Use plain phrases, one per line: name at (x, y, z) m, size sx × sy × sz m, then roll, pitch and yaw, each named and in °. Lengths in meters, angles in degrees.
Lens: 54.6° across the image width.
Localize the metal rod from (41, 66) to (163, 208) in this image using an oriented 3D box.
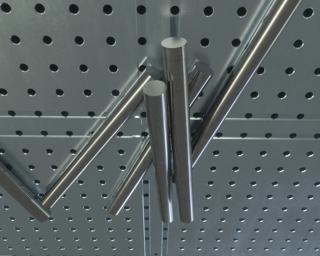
metal rod at (-0.095, 0.029, 0.435) m, size 0.025 × 0.025 × 0.299 m, roll 30°, pitch 124°, yaw -23°

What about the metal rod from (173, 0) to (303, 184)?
metal rod at (0.078, -0.029, 0.386) m, size 0.025 × 0.025 × 0.298 m, roll 16°, pitch 128°, yaw -13°

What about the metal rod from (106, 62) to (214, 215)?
metal rod at (-0.014, 0.035, 0.440) m, size 0.025 × 0.025 × 0.298 m, roll 20°, pitch 127°, yaw -16°

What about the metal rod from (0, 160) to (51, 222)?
metal rod at (-0.251, 0.046, 0.448) m, size 0.025 × 0.025 × 0.299 m, roll -15°, pitch 129°, yaw 12°

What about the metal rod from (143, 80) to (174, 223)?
metal rod at (0.004, 0.057, 0.432) m, size 0.025 × 0.025 × 0.299 m, roll -3°, pitch 139°, yaw 2°

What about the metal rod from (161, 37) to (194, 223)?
metal rod at (0.028, 0.029, 0.401) m, size 0.025 × 0.025 × 0.298 m, roll -4°, pitch 130°, yaw 4°
